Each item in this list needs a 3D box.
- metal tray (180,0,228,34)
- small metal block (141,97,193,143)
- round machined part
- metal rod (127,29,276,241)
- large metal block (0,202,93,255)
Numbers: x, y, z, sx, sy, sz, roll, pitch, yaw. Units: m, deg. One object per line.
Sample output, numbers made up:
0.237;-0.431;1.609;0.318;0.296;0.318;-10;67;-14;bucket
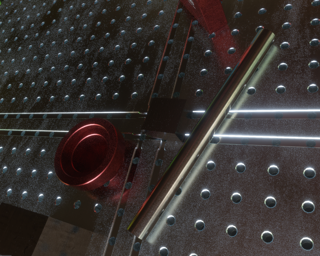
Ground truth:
0.049;-0.212;0.469;0.030;0.090;0.130;-32;52;7;metal tray
0.010;-0.012;0.409;0.050;0.025;0.050;7;65;31;small metal block
-0.090;0.038;0.419;0.098;0.042;0.098;-13;56;20;round machined part
0.057;-0.001;0.378;0.025;0.025;0.300;26;75;36;metal rod
-0.142;0.130;0.365;0.080;0.080;0.050;5;64;30;large metal block
